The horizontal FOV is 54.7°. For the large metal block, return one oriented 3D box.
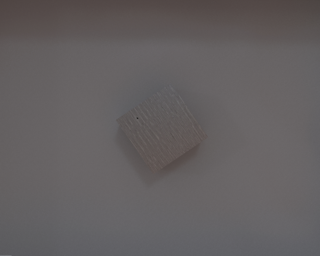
[{"bbox_3d":[0.002,0.001,0.399,0.080,0.050,0.080,-34,90,0],"label":"large metal block"}]
